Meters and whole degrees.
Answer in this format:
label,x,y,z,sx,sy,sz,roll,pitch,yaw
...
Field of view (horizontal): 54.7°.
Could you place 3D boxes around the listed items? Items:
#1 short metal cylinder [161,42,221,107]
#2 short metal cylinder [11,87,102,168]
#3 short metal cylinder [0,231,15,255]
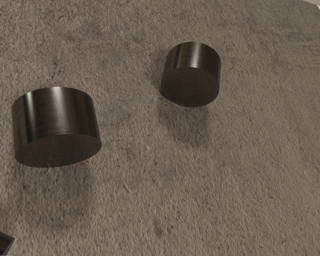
label,x,y,z,sx,sy,sz,roll,pitch,yaw
short metal cylinder,0.045,-0.074,0.440,0.080,0.080,0.050,22,53,-15
short metal cylinder,-0.104,0.002,0.312,0.081,0.080,0.050,-2,63,-30
short metal cylinder,-0.151,0.107,0.222,0.050,0.080,0.080,30,52,-10
